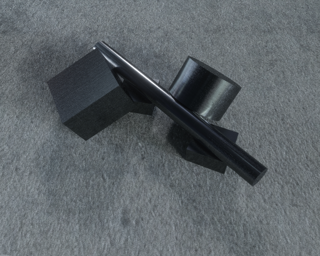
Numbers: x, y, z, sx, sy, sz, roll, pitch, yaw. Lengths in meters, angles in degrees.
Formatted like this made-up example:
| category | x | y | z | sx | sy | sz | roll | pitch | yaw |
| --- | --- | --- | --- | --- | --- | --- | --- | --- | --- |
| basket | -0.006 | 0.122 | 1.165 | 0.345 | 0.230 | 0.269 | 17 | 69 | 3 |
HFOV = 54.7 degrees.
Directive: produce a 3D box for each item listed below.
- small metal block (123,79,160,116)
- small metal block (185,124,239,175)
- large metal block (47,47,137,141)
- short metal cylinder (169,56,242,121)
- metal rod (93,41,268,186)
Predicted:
| category | x | y | z | sx | sy | sz | roll | pitch | yaw |
| --- | --- | --- | --- | --- | --- | --- | --- | --- | --- |
| small metal block | -0.031 | -0.047 | 0.444 | 0.050 | 0.025 | 0.050 | 10 | 51 | 7 |
| small metal block | 0.065 | 0.024 | 0.386 | 0.050 | 0.025 | 0.050 | 19 | 52 | 15 |
| large metal block | -0.089 | -0.044 | 0.403 | 0.080 | 0.050 | 0.080 | -34 | 55 | 3 |
| short metal cylinder | 0.059 | -0.052 | 0.407 | 0.080 | 0.050 | 0.080 | 28 | 18 | -10 |
| metal rod | 0.007 | -0.034 | 0.401 | 0.025 | 0.025 | 0.300 | -34 | 58 | -25 |
